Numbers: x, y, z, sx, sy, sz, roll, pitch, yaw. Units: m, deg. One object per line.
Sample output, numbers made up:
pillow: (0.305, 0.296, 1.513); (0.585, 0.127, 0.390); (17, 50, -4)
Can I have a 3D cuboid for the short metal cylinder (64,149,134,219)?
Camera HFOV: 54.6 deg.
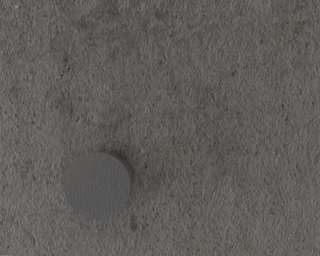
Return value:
short metal cylinder: (-0.075, 0.069, 0.397); (0.080, 0.050, 0.080); (0, 90, 0)
